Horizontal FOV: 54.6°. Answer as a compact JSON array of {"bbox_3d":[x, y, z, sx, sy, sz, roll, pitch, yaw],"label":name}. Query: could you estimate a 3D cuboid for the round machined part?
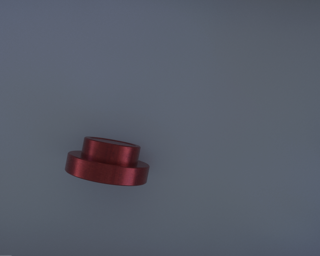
[{"bbox_3d":[-0.061,0.037,0.375,0.098,0.098,0.042,11,90,0],"label":"round machined part"}]
